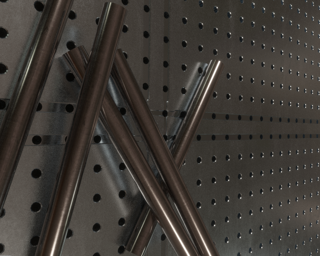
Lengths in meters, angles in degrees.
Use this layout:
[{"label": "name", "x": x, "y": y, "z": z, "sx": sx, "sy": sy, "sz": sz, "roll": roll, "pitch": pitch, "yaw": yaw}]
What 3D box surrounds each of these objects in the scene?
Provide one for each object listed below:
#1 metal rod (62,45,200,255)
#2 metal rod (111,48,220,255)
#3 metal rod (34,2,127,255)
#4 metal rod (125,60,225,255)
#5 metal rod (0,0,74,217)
[{"label": "metal rod", "x": -0.026, "y": 0.046, "z": 0.366, "sx": 0.025, "sy": 0.025, "sz": 0.299, "roll": -37, "pitch": 106, "yaw": -34}, {"label": "metal rod", "x": 0.006, "y": 0.045, "z": 0.389, "sx": 0.025, "sy": 0.025, "sz": 0.299, "roll": -33, "pitch": 102, "yaw": -36}, {"label": "metal rod", "x": -0.084, "y": 0.020, "z": 0.314, "sx": 0.025, "sy": 0.025, "sz": 0.298, "roll": 16, "pitch": 87, "yaw": -39}, {"label": "metal rod", "x": 0.028, "y": 0.028, "z": 0.435, "sx": 0.025, "sy": 0.025, "sz": 0.300, "roll": 39, "pitch": 66, "yaw": -33}, {"label": "metal rod", "x": -0.133, "y": -0.017, "z": 0.298, "sx": 0.025, "sy": 0.025, "sz": 0.299, "roll": 23, "pitch": 75, "yaw": -38}]
